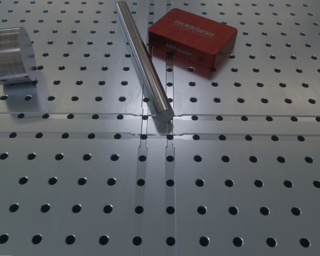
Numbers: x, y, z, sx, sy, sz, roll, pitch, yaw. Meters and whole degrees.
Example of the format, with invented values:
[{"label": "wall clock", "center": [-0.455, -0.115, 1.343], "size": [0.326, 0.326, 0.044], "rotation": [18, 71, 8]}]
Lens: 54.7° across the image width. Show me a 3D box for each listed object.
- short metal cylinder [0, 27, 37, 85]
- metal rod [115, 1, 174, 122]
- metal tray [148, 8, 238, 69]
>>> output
[{"label": "short metal cylinder", "center": [-0.222, -0.107, 0.460], "size": [0.050, 0.080, 0.080], "rotation": [-9, 51, -7]}, {"label": "metal rod", "center": [-0.034, -0.127, 0.513], "size": [0.025, 0.025, 0.300], "rotation": [-12, 51, -10]}, {"label": "metal tray", "center": [0.056, -0.159, 0.538], "size": [0.130, 0.030, 0.090], "rotation": [27, 55, 21]}]
